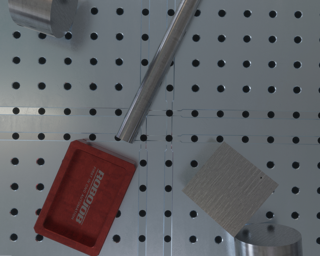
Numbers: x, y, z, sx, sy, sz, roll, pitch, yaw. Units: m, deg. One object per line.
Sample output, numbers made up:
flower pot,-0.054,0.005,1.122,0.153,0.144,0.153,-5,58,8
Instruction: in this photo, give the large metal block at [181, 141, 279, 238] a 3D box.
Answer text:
large metal block,0.087,0.076,0.391,0.080,0.050,0.080,40,90,17

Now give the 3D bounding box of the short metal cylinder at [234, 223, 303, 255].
short metal cylinder,0.135,0.157,0.387,0.081,0.080,0.050,-4,91,0

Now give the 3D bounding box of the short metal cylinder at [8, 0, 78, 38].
short metal cylinder,-0.141,-0.159,0.385,0.050,0.080,0.080,18,90,0

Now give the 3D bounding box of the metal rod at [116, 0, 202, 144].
metal rod,0.017,-0.119,0.413,0.025,0.025,0.299,26,90,0

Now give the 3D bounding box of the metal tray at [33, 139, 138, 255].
metal tray,-0.096,0.090,0.410,0.090,0.030,0.129,23,90,0
